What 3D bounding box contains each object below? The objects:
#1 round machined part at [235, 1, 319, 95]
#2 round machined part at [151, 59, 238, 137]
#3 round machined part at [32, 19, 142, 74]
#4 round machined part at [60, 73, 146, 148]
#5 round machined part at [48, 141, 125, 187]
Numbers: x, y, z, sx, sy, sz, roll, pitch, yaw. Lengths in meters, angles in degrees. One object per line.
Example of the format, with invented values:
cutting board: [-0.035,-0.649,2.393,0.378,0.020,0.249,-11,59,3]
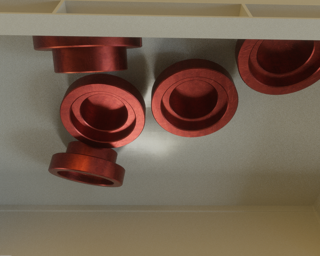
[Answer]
round machined part: [0.128,-0.085,0.324,0.099,0.042,0.097,1,136,1]
round machined part: [0.039,-0.038,0.366,0.099,0.042,0.097,-1,130,0]
round machined part: [-0.066,-0.074,0.292,0.099,0.098,0.042,-2,103,1]
round machined part: [-0.067,-0.024,0.376,0.099,0.042,0.097,-1,130,0]
round machined part: [-0.095,0.048,0.420,0.099,0.042,0.098,8,159,3]
